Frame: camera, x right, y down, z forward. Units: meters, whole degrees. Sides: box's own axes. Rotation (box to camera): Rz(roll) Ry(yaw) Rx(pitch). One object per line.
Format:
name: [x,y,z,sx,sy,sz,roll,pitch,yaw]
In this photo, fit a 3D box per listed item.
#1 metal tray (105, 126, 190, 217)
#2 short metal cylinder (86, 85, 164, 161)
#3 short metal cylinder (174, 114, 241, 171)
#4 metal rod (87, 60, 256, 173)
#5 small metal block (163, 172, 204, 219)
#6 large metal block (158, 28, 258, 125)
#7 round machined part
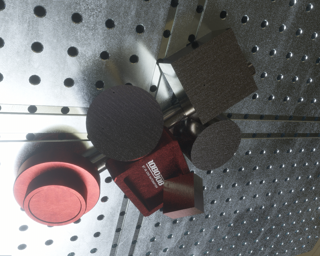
metal tray: [-0.007,0.065,0.425,0.090,0.030,0.130,-33,142,-7]
short metal cylinder: [-0.037,-0.003,0.346,0.081,0.050,0.080,0,82,-3]
short metal cylinder: [0.066,0.013,0.438,0.081,0.050,0.079,-14,124,-21]
metal rod: [-0.003,-0.003,0.410,0.301,0.025,0.025,-32,129,-7]
small metal block: [0.032,0.095,0.434,0.050,0.050,0.025,-21,139,30]
large metal block: [0.057,-0.062,0.372,0.080,0.050,0.080,-32,109,-7]
round machined part: [-0.121,0.077,0.365,0.099,0.042,0.097,-5,124,-7]
